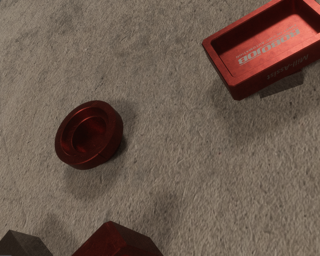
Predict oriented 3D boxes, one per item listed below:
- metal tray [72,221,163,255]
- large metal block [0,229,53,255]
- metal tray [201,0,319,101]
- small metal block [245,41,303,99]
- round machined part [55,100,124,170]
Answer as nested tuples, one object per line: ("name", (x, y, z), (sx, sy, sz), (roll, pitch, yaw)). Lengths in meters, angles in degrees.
("metal tray", (-0.066, 0.156, 0.299), (0.130, 0.090, 0.030), (-45, 51, -3))
("large metal block", (-0.167, 0.181, 0.362), (0.080, 0.050, 0.080), (29, 77, 37))
("metal tray", (0.126, -0.099, 0.362), (0.130, 0.030, 0.090), (-28, 52, 10))
("small metal block", (0.137, -0.070, 0.374), (0.050, 0.025, 0.050), (-20, 54, 16))
("round machined part", (-0.093, 0.013, 0.432), (0.098, 0.042, 0.098), (-13, 56, 20))
